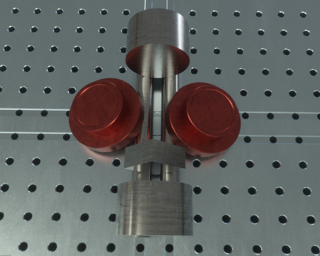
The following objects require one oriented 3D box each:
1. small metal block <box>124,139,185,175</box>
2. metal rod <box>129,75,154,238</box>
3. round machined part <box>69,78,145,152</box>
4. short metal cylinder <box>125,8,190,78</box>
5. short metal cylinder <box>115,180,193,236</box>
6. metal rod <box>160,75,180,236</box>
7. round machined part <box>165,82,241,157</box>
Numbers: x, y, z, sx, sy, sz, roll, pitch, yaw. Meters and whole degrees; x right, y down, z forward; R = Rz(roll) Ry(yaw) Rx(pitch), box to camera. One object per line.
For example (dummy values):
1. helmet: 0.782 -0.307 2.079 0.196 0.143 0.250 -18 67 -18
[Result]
1. small metal block: -0.006 0.035 0.361 0.050 0.050 0.025 18 64 -38
2. metal rod: -0.021 -0.012 0.415 0.025 0.025 0.299 1 70 0
3. round machined part: -0.073 -0.021 0.397 0.098 0.042 0.098 -5 69 13
4. short metal cylinder: -0.003 -0.106 0.398 0.080 0.080 0.050 1 70 0
5. short metal cylinder: -0.006 0.087 0.327 0.080 0.080 0.050 1 70 0
6. metal rod: 0.014 -0.013 0.416 0.025 0.025 0.299 1 70 0
7. round machined part: 0.059 -0.015 0.394 0.099 0.042 0.098 5 70 -14
